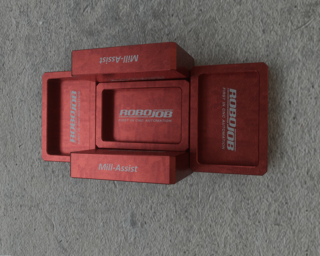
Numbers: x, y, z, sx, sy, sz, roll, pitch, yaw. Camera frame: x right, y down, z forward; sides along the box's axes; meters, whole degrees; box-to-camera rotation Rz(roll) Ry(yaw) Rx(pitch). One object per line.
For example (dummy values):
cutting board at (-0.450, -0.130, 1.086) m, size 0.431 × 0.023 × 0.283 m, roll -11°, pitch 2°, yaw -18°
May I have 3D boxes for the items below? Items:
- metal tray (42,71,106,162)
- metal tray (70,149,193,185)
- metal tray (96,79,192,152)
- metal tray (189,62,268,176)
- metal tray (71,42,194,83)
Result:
metal tray at (-0.125, -0.016, 0.450) m, size 0.090 × 0.030 × 0.129 m, roll 1°, pitch 90°, yaw 19°
metal tray at (-0.032, 0.044, 0.384) m, size 0.130 × 0.090 × 0.030 m, roll 0°, pitch 90°, yaw 19°
metal tray at (-0.021, -0.016, 0.414) m, size 0.130 × 0.030 × 0.089 m, roll 1°, pitch 90°, yaw 19°
metal tray at (0.084, -0.011, 0.377) m, size 0.090 × 0.030 × 0.129 m, roll 1°, pitch 90°, yaw 19°
metal tray at (-0.031, -0.076, 0.386) m, size 0.130 × 0.090 × 0.030 m, roll 0°, pitch 90°, yaw 19°
